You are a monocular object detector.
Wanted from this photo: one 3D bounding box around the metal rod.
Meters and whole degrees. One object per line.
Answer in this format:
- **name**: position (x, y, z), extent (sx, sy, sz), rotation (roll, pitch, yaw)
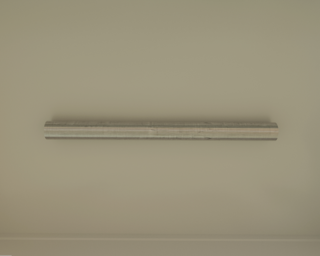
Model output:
- **metal rod**: position (0.002, 0.004, 0.411), extent (0.302, 0.025, 0.025), rotation (0, 110, -1)
